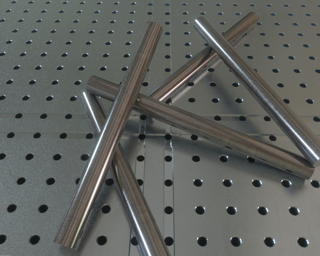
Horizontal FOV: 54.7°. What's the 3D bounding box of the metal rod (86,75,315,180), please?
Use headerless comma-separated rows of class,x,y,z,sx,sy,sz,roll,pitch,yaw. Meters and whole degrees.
metal rod,0.043,-0.005,0.396,0.301,0.025,0.025,22,53,11

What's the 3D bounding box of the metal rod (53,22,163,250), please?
metal rod,-0.051,-0.011,0.372,0.025,0.025,0.300,14,65,11

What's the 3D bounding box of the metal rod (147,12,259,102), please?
metal rod,0.078,-0.119,0.508,0.025,0.025,0.301,33,57,24

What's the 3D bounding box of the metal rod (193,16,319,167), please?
metal rod,0.125,-0.070,0.434,0.025,0.025,0.300,-17,53,-14

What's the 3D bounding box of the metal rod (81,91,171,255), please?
metal rod,-0.040,0.060,0.356,0.025,0.025,0.300,-19,53,-15
